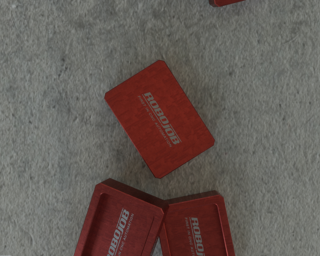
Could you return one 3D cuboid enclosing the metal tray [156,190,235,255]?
[{"bbox_3d":[0.048,0.156,0.408,0.091,0.030,0.129,-11,90,-1],"label":"metal tray"}]

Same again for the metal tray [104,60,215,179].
[{"bbox_3d":[0.000,-0.011,0.408,0.090,0.030,0.130,-33,90,-1],"label":"metal tray"}]

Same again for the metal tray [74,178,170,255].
[{"bbox_3d":[-0.052,0.140,0.388,0.090,0.030,0.129,20,97,12],"label":"metal tray"}]

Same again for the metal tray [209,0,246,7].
[{"bbox_3d":[0.098,-0.228,0.386,0.091,0.030,0.129,-15,112,-1],"label":"metal tray"}]
